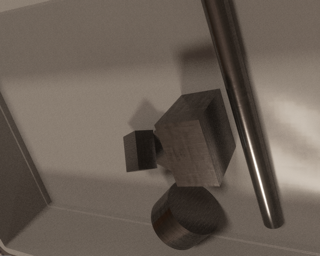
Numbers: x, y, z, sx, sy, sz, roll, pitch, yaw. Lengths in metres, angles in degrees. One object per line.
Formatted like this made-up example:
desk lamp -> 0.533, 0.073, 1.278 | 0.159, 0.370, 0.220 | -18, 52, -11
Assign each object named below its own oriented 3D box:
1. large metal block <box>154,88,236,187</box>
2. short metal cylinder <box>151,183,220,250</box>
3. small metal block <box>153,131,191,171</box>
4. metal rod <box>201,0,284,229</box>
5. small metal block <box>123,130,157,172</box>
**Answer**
large metal block -> 0.045, 0.010, 0.355 | 0.050, 0.080, 0.080 | -7, 115, 30
short metal cylinder -> 0.035, 0.119, 0.428 | 0.080, 0.080, 0.050 | 38, 129, 2
small metal block -> 0.014, 0.028, 0.417 | 0.050, 0.025, 0.050 | 26, 128, 11
metal rod -> 0.099, -0.007, 0.351 | 0.025, 0.025, 0.298 | -8, 115, 31
small metal block -> -0.027, 0.032, 0.414 | 0.050, 0.025, 0.050 | 155, 111, -64
